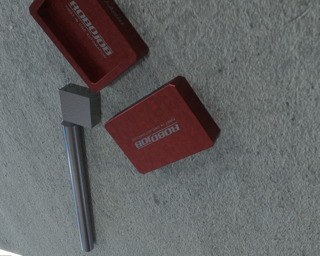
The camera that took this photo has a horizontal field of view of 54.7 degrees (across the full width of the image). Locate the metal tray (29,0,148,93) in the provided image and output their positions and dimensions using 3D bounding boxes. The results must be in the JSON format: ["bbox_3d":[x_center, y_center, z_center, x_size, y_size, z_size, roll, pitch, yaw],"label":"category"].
[{"bbox_3d":[-0.087,-0.118,0.374,0.090,0.030,0.130,-30,102,37],"label":"metal tray"}]

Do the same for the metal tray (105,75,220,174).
[{"bbox_3d":[0.000,0.001,0.403,0.130,0.030,0.090,-27,104,37],"label":"metal tray"}]

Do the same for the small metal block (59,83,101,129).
[{"bbox_3d":[-0.114,-0.032,0.445,0.050,0.025,0.050,17,125,18],"label":"small metal block"}]

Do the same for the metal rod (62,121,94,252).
[{"bbox_3d":[-0.142,0.117,0.551,0.025,0.025,0.298,15,125,19],"label":"metal rod"}]
